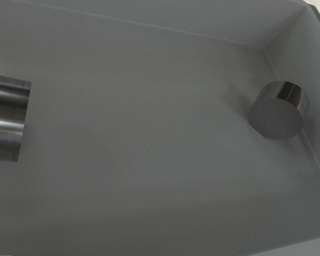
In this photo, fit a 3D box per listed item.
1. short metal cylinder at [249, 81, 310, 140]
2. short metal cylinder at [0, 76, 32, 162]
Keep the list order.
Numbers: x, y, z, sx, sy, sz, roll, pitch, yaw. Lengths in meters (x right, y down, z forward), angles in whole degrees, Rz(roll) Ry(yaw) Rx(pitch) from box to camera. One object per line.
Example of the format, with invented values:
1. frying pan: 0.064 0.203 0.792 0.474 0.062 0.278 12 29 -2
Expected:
1. short metal cylinder: 0.189 -0.027 0.492 0.080 0.080 0.050 41 51 -1
2. short metal cylinder: -0.155 -0.010 0.293 0.050 0.080 0.080 10 58 -23
